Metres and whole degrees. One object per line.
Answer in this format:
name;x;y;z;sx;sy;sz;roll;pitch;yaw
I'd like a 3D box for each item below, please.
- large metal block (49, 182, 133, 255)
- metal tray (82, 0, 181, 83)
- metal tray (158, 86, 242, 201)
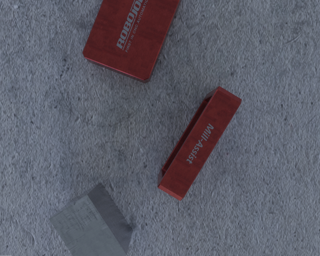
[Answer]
large metal block;-0.080;0.120;0.382;0.050;0.080;0.080;-33;90;0
metal tray;-0.034;-0.135;0.407;0.090;0.030;0.129;21;90;0
metal tray;0.043;0.017;0.377;0.030;0.090;0.130;31;90;0
